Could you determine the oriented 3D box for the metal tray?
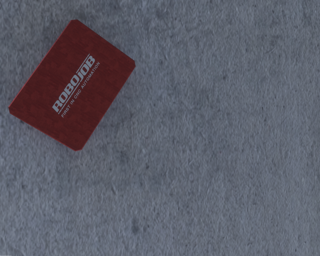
[{"bbox_3d":[-0.101,-0.049,0.369,0.090,0.030,0.130,34,79,-17],"label":"metal tray"}]
